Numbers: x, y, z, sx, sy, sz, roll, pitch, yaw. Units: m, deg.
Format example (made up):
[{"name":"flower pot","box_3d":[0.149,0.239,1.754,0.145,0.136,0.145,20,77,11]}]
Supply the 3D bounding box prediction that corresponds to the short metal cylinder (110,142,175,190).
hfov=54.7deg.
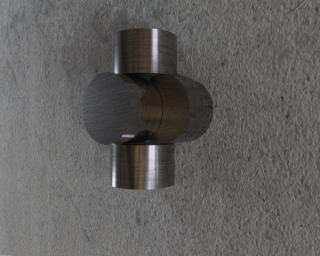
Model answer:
[{"name":"short metal cylinder","box_3d":[-0.022,0.044,0.387,0.080,0.081,0.050,1,91,39]}]

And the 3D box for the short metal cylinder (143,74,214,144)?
[{"name":"short metal cylinder","box_3d":[0.017,-0.022,0.374,0.080,0.050,0.079,0,90,39]}]

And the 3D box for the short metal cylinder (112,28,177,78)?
[{"name":"short metal cylinder","box_3d":[-0.019,-0.087,0.385,0.080,0.081,0.050,0,90,39]}]

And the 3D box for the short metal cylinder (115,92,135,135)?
[{"name":"short metal cylinder","box_3d":[-0.045,-0.022,0.425,0.080,0.050,0.079,0,90,39]}]

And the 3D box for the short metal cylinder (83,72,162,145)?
[{"name":"short metal cylinder","box_3d":[-0.044,-0.022,0.359,0.080,0.050,0.079,0,90,39]}]
